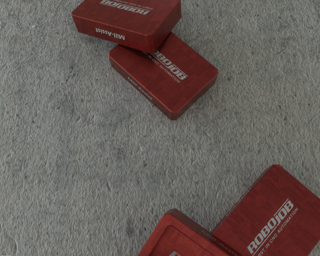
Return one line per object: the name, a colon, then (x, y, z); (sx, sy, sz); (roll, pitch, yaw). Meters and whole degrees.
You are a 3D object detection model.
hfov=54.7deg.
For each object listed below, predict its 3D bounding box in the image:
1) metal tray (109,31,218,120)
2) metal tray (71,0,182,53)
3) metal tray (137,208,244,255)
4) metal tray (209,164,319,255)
metal tray: (0.004, -0.085, 0.436); (0.130, 0.030, 0.090); (43, 75, 14)
metal tray: (-0.046, -0.161, 0.441); (0.130, 0.030, 0.090); (21, 59, 19)
metal tray: (0.040, 0.159, 0.326); (0.130, 0.030, 0.090); (33, 94, 14)
metal tray: (0.127, 0.118, 0.363); (0.090, 0.030, 0.130); (43, 75, 14)
